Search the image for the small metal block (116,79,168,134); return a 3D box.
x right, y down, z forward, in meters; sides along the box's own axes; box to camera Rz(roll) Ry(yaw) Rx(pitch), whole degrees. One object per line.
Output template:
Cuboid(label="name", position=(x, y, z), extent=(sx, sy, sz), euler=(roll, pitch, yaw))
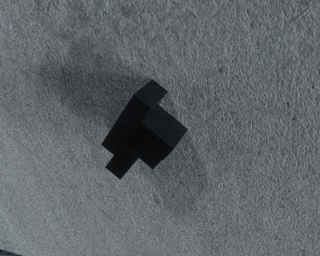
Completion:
Cuboid(label="small metal block", position=(-0.022, -0.027, 0.385), extent=(0.025, 0.050, 0.050), euler=(40, 129, 1))

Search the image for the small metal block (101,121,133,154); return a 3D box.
Cuboid(label="small metal block", position=(-0.046, 0.003, 0.416), extent=(0.025, 0.050, 0.050), euler=(40, 129, 1))

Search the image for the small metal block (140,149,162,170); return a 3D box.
Cuboid(label="small metal block", position=(-0.011, 0.021, 0.426), extent=(0.050, 0.025, 0.050), euler=(40, 129, 0))

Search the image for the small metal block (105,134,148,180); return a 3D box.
Cuboid(label="small metal block", position=(-0.037, 0.031, 0.397), extent=(0.025, 0.050, 0.050), euler=(40, 129, 1))

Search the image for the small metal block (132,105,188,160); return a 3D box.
Cuboid(label="small metal block", position=(0.001, 0.005, 0.393), extent=(0.050, 0.050, 0.025), euler=(40, 129, 0))
